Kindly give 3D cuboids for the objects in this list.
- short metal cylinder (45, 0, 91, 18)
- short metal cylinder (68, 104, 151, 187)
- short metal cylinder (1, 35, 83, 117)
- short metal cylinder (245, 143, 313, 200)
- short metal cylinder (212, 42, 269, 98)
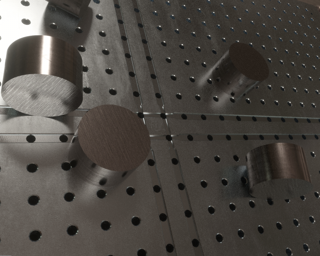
[{"bbox_3d":[-0.120,-0.203,0.433,0.050,0.080,0.080,25,53,-14],"label":"short metal cylinder"},{"bbox_3d":[-0.058,0.020,0.350,0.081,0.050,0.080,14,56,-21],"label":"short metal cylinder"},{"bbox_3d":[-0.126,-0.054,0.339,0.081,0.080,0.050,6,59,-26],"label":"short metal cylinder"},{"bbox_3d":[0.161,0.062,0.425,0.081,0.080,0.050,16,56,-20],"label":"short metal cylinder"},{"bbox_3d":[0.137,-0.098,0.528,0.081,0.050,0.080,14,56,-21],"label":"short metal cylinder"}]
